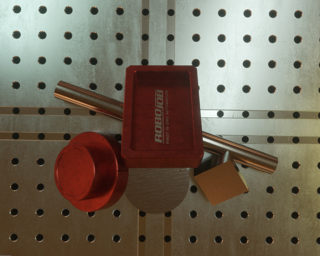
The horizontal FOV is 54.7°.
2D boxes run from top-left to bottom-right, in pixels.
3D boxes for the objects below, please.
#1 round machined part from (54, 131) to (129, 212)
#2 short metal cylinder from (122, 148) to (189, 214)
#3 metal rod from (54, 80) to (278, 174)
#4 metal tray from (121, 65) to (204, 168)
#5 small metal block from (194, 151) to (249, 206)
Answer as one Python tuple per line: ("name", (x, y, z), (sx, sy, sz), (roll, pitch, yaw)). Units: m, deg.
("round machined part", (-0.090, 0.053, 0.377), (0.098, 0.042, 0.097), (-3, 84, 32))
("short metal cylinder", (-0.005, 0.064, 0.397), (0.081, 0.050, 0.079), (0, 90, 0))
("metal rod", (0.008, -0.001, 0.410), (0.301, 0.025, 0.025), (20, 90, 0))
("metal tray", (0.002, -0.017, 0.378), (0.091, 0.030, 0.130), (0, 61, -1))
("small metal block", (0.078, 0.065, 0.399), (0.050, 0.025, 0.050), (-28, 106, 16))
